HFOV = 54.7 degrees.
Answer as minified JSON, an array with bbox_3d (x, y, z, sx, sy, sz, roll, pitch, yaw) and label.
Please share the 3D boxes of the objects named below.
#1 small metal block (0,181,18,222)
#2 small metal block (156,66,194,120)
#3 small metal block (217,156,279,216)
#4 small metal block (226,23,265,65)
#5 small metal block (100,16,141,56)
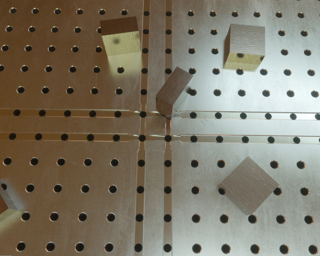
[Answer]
[{"bbox_3d":[-0.212,0.094,0.375,0.050,0.025,0.050,-36,74,-12],"label":"small metal block"},{"bbox_3d":[0.019,-0.046,0.415,0.025,0.050,0.050,32,73,10],"label":"small metal block"},{"bbox_3d":[0.109,0.072,0.387,0.050,0.025,0.050,-42,76,-14],"label":"small metal block"},{"bbox_3d":[0.127,-0.124,0.459,0.050,0.025,0.050,6,70,2],"label":"small metal block"},{"bbox_3d":[-0.056,-0.131,0.446,0.050,0.050,0.025,-9,71,-4],"label":"small metal block"}]
